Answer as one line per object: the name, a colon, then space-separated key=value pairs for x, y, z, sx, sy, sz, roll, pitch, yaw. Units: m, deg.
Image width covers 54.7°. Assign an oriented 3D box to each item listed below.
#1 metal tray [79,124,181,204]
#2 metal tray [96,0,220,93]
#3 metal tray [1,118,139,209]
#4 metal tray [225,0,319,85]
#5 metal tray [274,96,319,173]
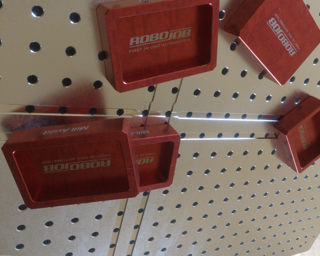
metal tray: x=-0.041 y=0.046 z=0.414 sx=0.131 sy=0.030 sz=0.089 roll=-6 pitch=121 yaw=-26
metal tray: x=0.002 y=-0.099 z=0.349 sx=0.131 sy=0.030 sz=0.089 roll=-17 pitch=125 yaw=-19
metal tray: x=-0.094 y=0.041 z=0.347 sx=0.131 sy=0.030 sz=0.089 roll=-7 pitch=119 yaw=1
metal tray: x=0.157 y=-0.128 z=0.417 sx=0.130 sy=0.030 sz=0.090 roll=32 pitch=101 yaw=-39
metal tray: x=0.266 y=0.015 z=0.565 sx=0.090 sy=0.030 sz=0.130 roll=-38 pitch=130 yaw=-3
